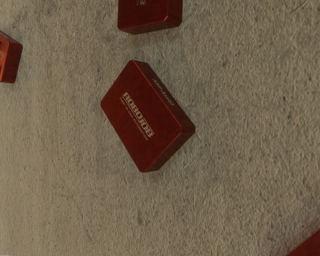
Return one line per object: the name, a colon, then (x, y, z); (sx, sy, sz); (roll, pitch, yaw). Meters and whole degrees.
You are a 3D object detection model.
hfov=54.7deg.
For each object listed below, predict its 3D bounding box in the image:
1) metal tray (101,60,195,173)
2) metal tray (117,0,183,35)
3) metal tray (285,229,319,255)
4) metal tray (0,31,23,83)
metal tray: (-0.022, -0.017, 0.420); (0.090, 0.030, 0.130); (-49, 61, 29)
metal tray: (-0.013, -0.198, 0.413); (0.090, 0.030, 0.129); (4, 93, 40)
metal tray: (0.164, 0.131, 0.265); (0.090, 0.030, 0.129); (50, 119, 28)
metal tray: (-0.363, -0.166, 0.701); (0.130, 0.030, 0.089); (33, 110, 35)
